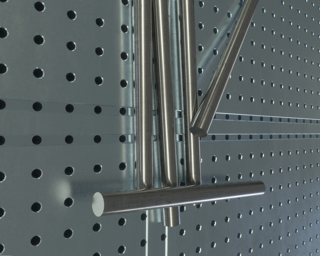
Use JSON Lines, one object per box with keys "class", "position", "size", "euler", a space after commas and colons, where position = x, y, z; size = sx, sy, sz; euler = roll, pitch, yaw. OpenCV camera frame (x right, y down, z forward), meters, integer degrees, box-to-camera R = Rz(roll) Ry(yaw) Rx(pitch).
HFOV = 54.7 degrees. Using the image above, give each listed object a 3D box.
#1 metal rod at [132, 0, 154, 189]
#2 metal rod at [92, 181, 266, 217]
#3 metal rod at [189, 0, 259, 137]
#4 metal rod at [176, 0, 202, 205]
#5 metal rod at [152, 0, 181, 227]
{"class": "metal rod", "position": [-0.022, -0.067, 0.392], "size": [0.025, 0.025, 0.298], "euler": [-1, 91, -40]}
{"class": "metal rod", "position": [0.050, 0.090, 0.419], "size": [0.302, 0.025, 0.025], "euler": [5, 87, -40]}
{"class": "metal rod", "position": [0.109, -0.115, 0.484], "size": [0.025, 0.025, 0.300], "euler": [44, 58, -32]}
{"class": "metal rod", "position": [0.043, -0.039, 0.446], "size": [0.025, 0.025, 0.298], "euler": [-5, 93, -40]}
{"class": "metal rod", "position": [0.007, -0.018, 0.416], "size": [0.025, 0.025, 0.298], "euler": [-6, 94, -40]}
